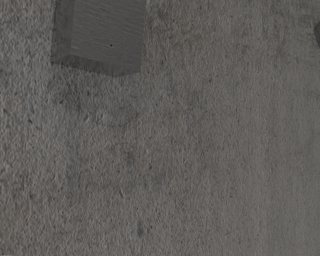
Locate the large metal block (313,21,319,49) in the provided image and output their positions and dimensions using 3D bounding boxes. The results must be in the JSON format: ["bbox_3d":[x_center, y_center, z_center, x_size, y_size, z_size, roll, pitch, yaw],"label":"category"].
[{"bbox_3d":[0.417,-0.234,0.717,0.080,0.080,0.050,-48,119,-29],"label":"large metal block"}]

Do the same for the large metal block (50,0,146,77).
[{"bbox_3d":[-0.065,-0.104,0.333,0.081,0.050,0.080,7,86,-40],"label":"large metal block"}]
